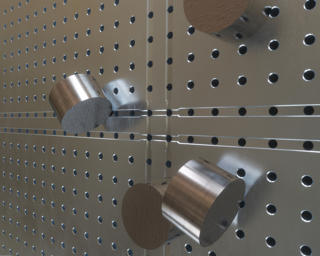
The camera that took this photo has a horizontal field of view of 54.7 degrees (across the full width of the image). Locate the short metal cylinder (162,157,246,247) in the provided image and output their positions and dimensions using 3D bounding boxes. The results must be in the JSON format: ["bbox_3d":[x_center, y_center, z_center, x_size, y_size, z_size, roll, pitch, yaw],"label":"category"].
[{"bbox_3d":[0.048,0.078,0.334,0.050,0.081,0.079,28,108,36],"label":"short metal cylinder"}]

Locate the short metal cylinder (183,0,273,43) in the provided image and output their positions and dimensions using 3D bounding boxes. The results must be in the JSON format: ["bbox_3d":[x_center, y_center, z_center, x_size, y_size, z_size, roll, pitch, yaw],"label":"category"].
[{"bbox_3d":[0.073,-0.137,0.333,0.080,0.050,0.080,0,90,40],"label":"short metal cylinder"}]

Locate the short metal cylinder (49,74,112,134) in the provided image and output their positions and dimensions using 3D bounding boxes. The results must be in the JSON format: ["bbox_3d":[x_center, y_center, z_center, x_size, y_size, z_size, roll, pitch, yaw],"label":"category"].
[{"bbox_3d":[-0.121,-0.036,0.474,0.080,0.081,0.050,-50,61,28],"label":"short metal cylinder"}]

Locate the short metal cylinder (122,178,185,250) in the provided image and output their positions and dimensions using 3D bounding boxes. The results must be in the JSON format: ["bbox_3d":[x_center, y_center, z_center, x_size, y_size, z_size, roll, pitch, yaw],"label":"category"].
[{"bbox_3d":[-0.003,0.107,0.396,0.080,0.050,0.079,0,90,40],"label":"short metal cylinder"}]
